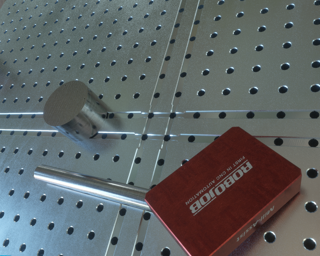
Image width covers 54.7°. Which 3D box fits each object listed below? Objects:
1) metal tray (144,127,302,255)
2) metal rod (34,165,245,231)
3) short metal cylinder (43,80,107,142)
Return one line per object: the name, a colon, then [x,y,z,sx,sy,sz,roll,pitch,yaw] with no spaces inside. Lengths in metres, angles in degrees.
metal tray: [0.062,0.064,0.311,0.131,0.030,0.090,-36,47,-14]
metal rod: [-0.048,0.081,0.383,0.300,0.025,0.025,6,65,31]
short metal cylinder: [-0.130,-0.026,0.476,0.080,0.050,0.080,-13,56,21]
